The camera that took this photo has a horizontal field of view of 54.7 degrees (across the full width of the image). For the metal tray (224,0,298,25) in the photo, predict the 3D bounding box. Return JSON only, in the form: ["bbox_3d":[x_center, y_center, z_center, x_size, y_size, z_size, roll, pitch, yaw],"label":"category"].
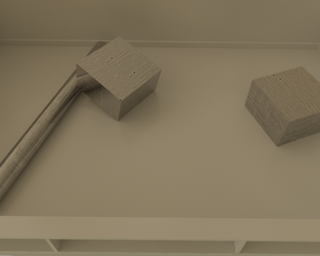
[{"bbox_3d":[0.206,-0.256,0.621,0.130,0.030,0.090,18,52,14],"label":"metal tray"}]

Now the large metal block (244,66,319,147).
[{"bbox_3d":[0.175,-0.031,0.417,0.081,0.050,0.080,-16,52,-14],"label":"large metal block"}]

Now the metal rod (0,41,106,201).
[{"bbox_3d":[-0.143,-0.026,0.424,0.025,0.025,0.300,15,51,12],"label":"metal rod"}]

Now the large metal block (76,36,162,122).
[{"bbox_3d":[-0.058,-0.070,0.435,0.080,0.050,0.080,40,59,11],"label":"large metal block"}]
